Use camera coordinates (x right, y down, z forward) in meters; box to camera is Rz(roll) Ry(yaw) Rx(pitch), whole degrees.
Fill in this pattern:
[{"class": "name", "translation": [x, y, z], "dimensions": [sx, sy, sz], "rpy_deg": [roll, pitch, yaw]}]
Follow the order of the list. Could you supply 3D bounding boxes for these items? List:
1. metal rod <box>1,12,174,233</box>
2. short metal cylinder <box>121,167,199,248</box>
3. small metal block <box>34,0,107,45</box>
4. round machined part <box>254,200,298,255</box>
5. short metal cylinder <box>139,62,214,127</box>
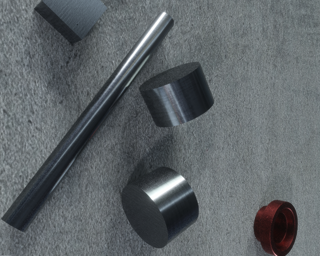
[{"class": "metal rod", "translation": [-0.065, -0.026, 0.350], "dimensions": [0.025, 0.025, 0.300], "rpy_deg": [47, 62, -30]}, {"class": "short metal cylinder", "translation": [-0.001, 0.093, 0.368], "dimensions": [0.050, 0.080, 0.080], "rpy_deg": [-25, 106, -37]}, {"class": "small metal block", "translation": [-0.093, -0.126, 0.327], "dimensions": [0.050, 0.025, 0.050], "rpy_deg": [44, 64, -31]}, {"class": "round machined part", "translation": [0.210, 0.181, 0.570], "dimensions": [0.099, 0.042, 0.097], "rpy_deg": [0, 90, -40]}, {"class": "short metal cylinder", "translation": [0.021, -0.042, 0.386], "dimensions": [0.080, 0.080, 0.050], "rpy_deg": [-38, 114, -33]}]
